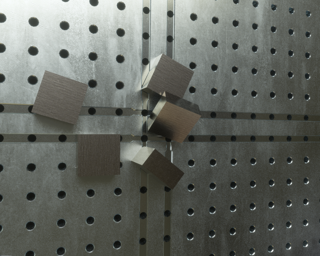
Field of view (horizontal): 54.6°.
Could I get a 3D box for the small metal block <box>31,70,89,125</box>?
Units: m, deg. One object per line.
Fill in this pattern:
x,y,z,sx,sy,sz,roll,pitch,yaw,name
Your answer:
-0.119,-0.035,0.369,0.050,0.025,0.050,18,84,-19,small metal block

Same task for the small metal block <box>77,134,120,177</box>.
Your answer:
-0.077,0.032,0.384,0.050,0.025,0.050,0,90,-20,small metal block

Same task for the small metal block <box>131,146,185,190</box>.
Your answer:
-0.004,0.050,0.398,0.050,0.050,0.025,41,77,-16,small metal block

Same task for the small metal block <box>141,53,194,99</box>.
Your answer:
0.010,-0.064,0.416,0.050,0.025,0.050,27,81,-18,small metal block

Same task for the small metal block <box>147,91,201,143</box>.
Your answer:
0.018,-0.013,0.405,0.050,0.025,0.050,21,123,-19,small metal block
